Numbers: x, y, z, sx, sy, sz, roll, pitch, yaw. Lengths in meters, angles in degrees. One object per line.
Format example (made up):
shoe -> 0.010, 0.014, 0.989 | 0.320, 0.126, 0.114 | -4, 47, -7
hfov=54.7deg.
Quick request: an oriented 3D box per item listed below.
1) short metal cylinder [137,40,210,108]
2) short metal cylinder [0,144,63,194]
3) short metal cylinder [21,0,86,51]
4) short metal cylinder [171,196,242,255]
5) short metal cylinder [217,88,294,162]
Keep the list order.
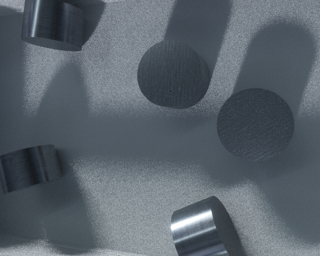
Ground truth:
short metal cylinder -> 0.018, -0.065, 0.390 | 0.080, 0.050, 0.079 | 0, 90, 19
short metal cylinder -> -0.187, 0.059, 0.445 | 0.080, 0.080, 0.050 | -18, 84, 19
short metal cylinder -> -0.147, -0.141, 0.432 | 0.080, 0.080, 0.050 | 8, 93, 19
short metal cylinder -> 0.055, 0.126, 0.361 | 0.050, 0.080, 0.080 | -27, 81, 18
short metal cylinder -> 0.110, -0.004, 0.358 | 0.080, 0.050, 0.079 | 0, 90, 19
